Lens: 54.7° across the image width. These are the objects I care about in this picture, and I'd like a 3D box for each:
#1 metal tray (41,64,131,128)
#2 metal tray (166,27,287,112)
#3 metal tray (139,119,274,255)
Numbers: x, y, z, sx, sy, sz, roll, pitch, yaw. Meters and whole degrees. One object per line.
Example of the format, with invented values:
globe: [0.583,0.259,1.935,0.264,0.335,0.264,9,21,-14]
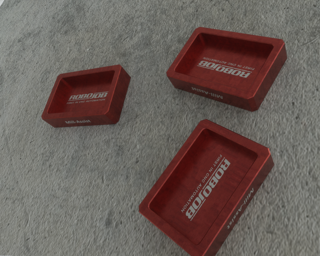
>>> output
metal tray: [-0.118,-0.049,0.492,0.130,0.030,0.090,-3,60,26]
metal tray: [0.084,-0.082,0.406,0.130,0.030,0.090,23,74,36]
metal tray: [0.049,0.063,0.336,0.090,0.030,0.130,29,77,37]
